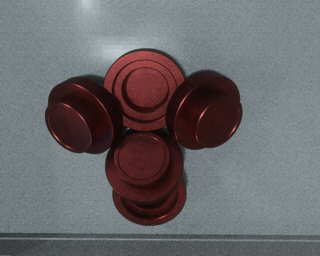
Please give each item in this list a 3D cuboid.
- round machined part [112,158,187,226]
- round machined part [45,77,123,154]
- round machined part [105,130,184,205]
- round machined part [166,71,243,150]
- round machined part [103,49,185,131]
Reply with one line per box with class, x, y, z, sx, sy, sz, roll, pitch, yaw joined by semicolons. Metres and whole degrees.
round machined part;-0.014;0.083;0.430;0.099;0.042;0.097;0;110;0
round machined part;-0.098;-0.009;0.373;0.098;0.042;0.097;15;126;22
round machined part;-0.020;0.042;0.385;0.099;0.098;0.042;-6;154;2
round machined part;0.059;-0.015;0.371;0.099;0.042;0.097;-17;126;-25
round machined part;-0.018;-0.048;0.381;0.099;0.042;0.097;0;110;0
